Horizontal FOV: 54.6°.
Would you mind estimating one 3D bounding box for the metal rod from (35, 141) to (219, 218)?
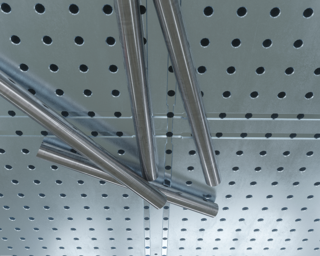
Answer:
[{"bbox_3d":[-0.038,0.086,0.483,0.302,0.025,0.025,23,126,-19],"label":"metal rod"}]

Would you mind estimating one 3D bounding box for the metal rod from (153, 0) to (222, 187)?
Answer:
[{"bbox_3d":[0.042,-0.029,0.387,0.025,0.025,0.299,-12,129,10],"label":"metal rod"}]

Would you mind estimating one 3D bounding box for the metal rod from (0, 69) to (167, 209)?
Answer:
[{"bbox_3d":[-0.101,0.022,0.413,0.025,0.025,0.300,-36,117,26],"label":"metal rod"}]

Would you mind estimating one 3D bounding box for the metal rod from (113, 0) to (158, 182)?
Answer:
[{"bbox_3d":[-0.025,-0.042,0.375,0.025,0.025,0.298,-3,130,2],"label":"metal rod"}]
